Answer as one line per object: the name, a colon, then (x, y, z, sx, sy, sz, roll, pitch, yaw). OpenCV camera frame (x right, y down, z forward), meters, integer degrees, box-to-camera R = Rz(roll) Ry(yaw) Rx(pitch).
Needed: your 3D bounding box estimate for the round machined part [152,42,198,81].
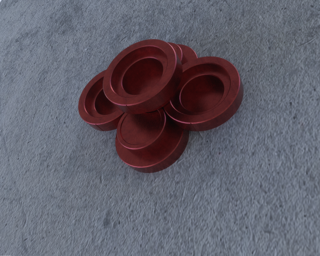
round machined part: (0.007, -0.082, 0.440, 0.098, 0.042, 0.098, -13, 56, 20)

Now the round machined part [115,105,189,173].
round machined part: (-0.016, 0.005, 0.398, 0.098, 0.042, 0.098, -13, 56, 20)

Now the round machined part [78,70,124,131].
round machined part: (-0.066, -0.038, 0.450, 0.098, 0.042, 0.098, -13, 56, 20)

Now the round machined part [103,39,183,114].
round machined part: (-0.018, -0.059, 0.384, 0.098, 0.042, 0.098, -13, 57, 21)

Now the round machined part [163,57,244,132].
round machined part: (0.055, -0.038, 0.388, 0.098, 0.042, 0.098, -13, 56, 20)
